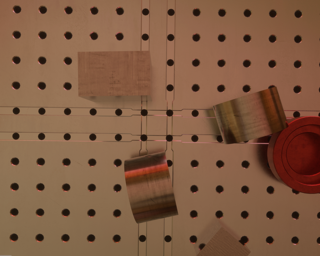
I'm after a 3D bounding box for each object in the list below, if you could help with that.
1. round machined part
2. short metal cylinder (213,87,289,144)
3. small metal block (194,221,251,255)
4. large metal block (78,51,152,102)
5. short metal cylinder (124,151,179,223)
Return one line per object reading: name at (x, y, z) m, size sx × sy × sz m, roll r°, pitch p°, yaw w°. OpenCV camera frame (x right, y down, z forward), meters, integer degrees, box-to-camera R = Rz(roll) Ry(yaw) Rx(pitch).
round machined part at (0.189, 0.033, 0.406) m, size 0.099 × 0.042 × 0.097 m, roll 0°, pitch 91°, yaw -1°
short metal cylinder at (0.112, -0.015, 0.387) m, size 0.080 × 0.080 × 0.050 m, roll -17°, pitch 90°, yaw 0°
small metal block at (0.083, 0.163, 0.414) m, size 0.050 × 0.025 × 0.050 m, roll 41°, pitch 90°, yaw 0°
large metal block at (-0.051, -0.061, 0.385) m, size 0.081 × 0.080 × 0.050 m, roll -1°, pitch 90°, yaw 0°
short metal cylinder at (-0.010, 0.073, 0.386) m, size 0.050 × 0.080 × 0.080 m, roll -12°, pitch 90°, yaw 0°
